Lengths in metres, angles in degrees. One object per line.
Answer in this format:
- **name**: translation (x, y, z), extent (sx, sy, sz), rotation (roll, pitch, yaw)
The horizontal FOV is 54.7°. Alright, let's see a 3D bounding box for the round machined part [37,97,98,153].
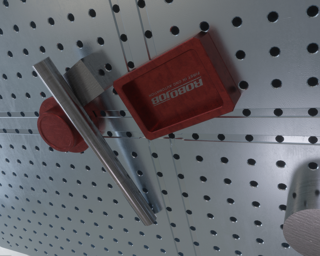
- **round machined part**: translation (-0.148, -0.002, 0.477), extent (0.098, 0.042, 0.097), rotation (13, 124, 20)

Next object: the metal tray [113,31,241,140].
- **metal tray**: translation (0.017, -0.045, 0.371), extent (0.130, 0.030, 0.090), rotation (-21, 108, 36)

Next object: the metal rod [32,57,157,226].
- **metal rod**: translation (-0.085, 0.034, 0.456), extent (0.025, 0.025, 0.299), rotation (-13, 118, 33)

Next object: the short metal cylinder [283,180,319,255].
- **short metal cylinder**: translation (0.190, 0.109, 0.362), extent (0.080, 0.050, 0.079), rotation (13, 124, 21)

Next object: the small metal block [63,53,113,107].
- **small metal block**: translation (-0.099, -0.065, 0.423), extent (0.050, 0.025, 0.050), rotation (-28, 103, 37)
